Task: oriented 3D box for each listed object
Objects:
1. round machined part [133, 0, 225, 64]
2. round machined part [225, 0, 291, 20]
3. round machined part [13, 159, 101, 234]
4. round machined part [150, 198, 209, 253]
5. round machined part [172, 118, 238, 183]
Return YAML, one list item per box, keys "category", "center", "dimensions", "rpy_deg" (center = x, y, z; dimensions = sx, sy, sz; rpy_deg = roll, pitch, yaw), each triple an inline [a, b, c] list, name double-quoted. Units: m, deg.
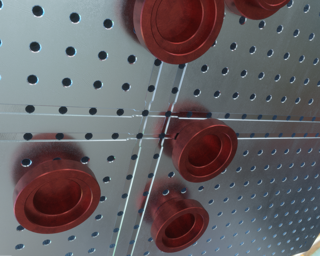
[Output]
- category: "round machined part"
  center: [0.017, -0.122, 0.335]
  dimensions: [0.099, 0.042, 0.097]
  rpy_deg: [-14, 125, -21]
- category: "round machined part"
  center: [0.125, -0.176, 0.362]
  dimensions: [0.099, 0.042, 0.097]
  rpy_deg: [-14, 124, -21]
- category: "round machined part"
  center: [-0.127, 0.079, 0.381]
  dimensions: [0.099, 0.042, 0.097]
  rpy_deg: [-14, 125, -21]
- category: "round machined part"
  center: [0.029, 0.156, 0.515]
  dimensions: [0.099, 0.042, 0.097]
  rpy_deg: [-14, 125, -21]
- category: "round machined part"
  center: [0.061, 0.029, 0.453]
  dimensions: [0.099, 0.042, 0.097]
  rpy_deg: [-14, 125, -21]
